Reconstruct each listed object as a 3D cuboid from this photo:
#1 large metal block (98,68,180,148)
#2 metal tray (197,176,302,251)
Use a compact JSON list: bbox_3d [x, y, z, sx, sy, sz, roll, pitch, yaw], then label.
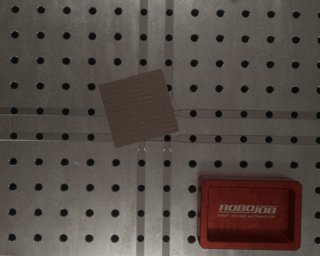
[{"bbox_3d":[-0.026,-0.024,0.401,0.080,0.050,0.080,-15,90,-1],"label":"large metal block"},{"bbox_3d":[0.117,0.112,0.412,0.131,0.030,0.089,2,90,-1],"label":"metal tray"}]
